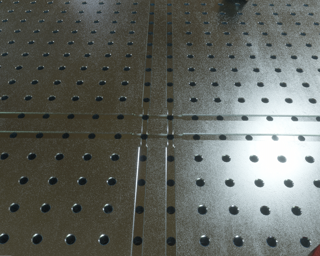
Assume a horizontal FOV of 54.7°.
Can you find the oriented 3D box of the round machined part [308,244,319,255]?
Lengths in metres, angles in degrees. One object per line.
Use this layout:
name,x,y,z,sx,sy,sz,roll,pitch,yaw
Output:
round machined part,0.174,0.149,0.272,0.099,0.042,0.098,0,50,0
